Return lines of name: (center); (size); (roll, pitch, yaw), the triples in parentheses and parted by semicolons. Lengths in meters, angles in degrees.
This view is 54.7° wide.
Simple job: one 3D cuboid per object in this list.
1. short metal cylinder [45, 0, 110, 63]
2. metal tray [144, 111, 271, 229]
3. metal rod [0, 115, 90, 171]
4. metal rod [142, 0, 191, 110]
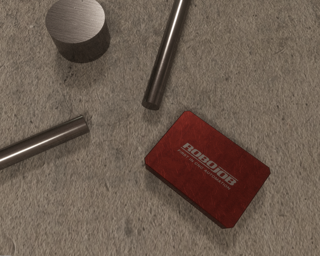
short metal cylinder: (-0.116, -0.141, 0.445); (0.081, 0.050, 0.080); (0, 70, 0)
metal tray: (0.057, 0.050, 0.388); (0.130, 0.030, 0.090); (37, 74, 12)
metal rod: (-0.234, 0.054, 0.385); (0.302, 0.025, 0.025); (-24, 72, -9)
metal rod: (0.026, -0.165, 0.468); (0.025, 0.025, 0.299); (14, 70, 5)
